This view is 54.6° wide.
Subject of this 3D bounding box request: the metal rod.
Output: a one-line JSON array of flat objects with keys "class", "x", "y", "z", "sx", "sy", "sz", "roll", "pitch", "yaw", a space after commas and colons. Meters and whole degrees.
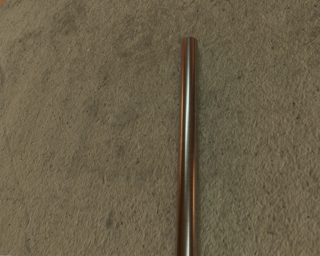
[{"class": "metal rod", "x": 0.036, "y": 0.004, "z": 0.383, "sx": 0.025, "sy": 0.025, "sz": 0.300, "roll": -10, "pitch": 57, "yaw": 23}]
